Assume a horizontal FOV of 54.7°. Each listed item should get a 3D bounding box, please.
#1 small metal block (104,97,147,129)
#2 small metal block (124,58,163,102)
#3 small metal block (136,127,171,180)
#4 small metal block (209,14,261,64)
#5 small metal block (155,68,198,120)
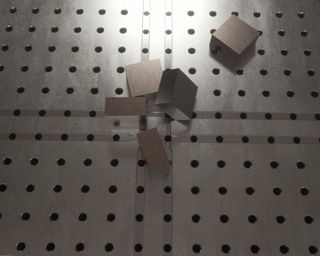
[{"bbox_3d":[-0.043,-0.018,0.405,0.050,0.050,0.025,-1,70,-1],"label":"small metal block"},{"bbox_3d":[-0.019,-0.065,0.435,0.050,0.025,0.050,-13,71,-5],"label":"small metal block"},{"bbox_3d":[-0.008,0.033,0.386,0.025,0.050,0.050,-19,71,-7],"label":"small metal block"},{"bbox_3d":[0.111,-0.133,0.462,0.050,0.025,0.050,41,75,13],"label":"small metal block"},{"bbox_3d":[0.023,-0.044,0.412,0.025,0.050,0.050,-2,65,38],"label":"small metal block"}]
